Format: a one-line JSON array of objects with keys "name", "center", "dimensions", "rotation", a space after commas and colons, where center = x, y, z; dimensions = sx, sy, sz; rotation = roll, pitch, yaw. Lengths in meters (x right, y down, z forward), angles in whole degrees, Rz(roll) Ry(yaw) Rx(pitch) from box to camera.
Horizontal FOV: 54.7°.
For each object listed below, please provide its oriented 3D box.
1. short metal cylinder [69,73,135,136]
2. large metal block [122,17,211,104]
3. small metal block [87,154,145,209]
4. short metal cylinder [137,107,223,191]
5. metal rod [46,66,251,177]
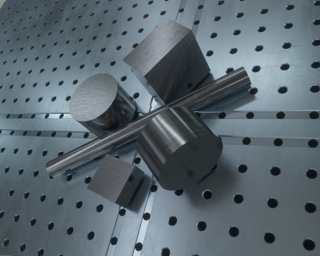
[{"name": "short metal cylinder", "center": [-0.083, -0.032, 0.451], "dimensions": [0.080, 0.050, 0.080], "rotation": [-13, 56, 21]}, {"name": "large metal block", "center": [0.011, -0.083, 0.414], "dimensions": [0.080, 0.080, 0.050], "rotation": [-45, 51, -3]}, {"name": "small metal block", "center": [-0.056, 0.066, 0.392], "dimensions": [0.050, 0.025, 0.050], "rotation": [16, 70, 34]}, {"name": "short metal cylinder", "center": [0.022, 0.023, 0.343], "dimensions": [0.080, 0.080, 0.050], "rotation": [-40, 52, 1]}, {"name": "metal rod", "center": [-0.024, -0.003, 0.418], "dimensions": [0.301, 0.025, 0.025], "rotation": [-25, 53, 12]}]
